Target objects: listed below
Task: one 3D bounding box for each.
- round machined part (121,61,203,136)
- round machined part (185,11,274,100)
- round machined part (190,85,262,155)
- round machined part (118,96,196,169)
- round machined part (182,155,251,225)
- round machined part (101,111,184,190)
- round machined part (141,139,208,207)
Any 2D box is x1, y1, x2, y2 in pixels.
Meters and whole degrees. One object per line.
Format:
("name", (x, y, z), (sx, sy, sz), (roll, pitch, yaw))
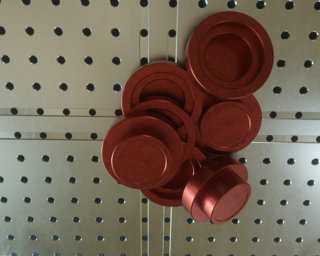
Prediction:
("round machined part", (0.003, -0.036, 0.391), (0.099, 0.042, 0.097), (0, 110, 0))
("round machined part", (0.077, -0.081, 0.363), (0.099, 0.042, 0.097), (0, 89, -7))
("round machined part", (0.083, -0.008, 0.401), (0.099, 0.042, 0.097), (0, 110, 0))
("round machined part", (-0.004, 0.005, 0.406), (0.099, 0.042, 0.097), (0, 110, 0))
("round machined part", (0.081, 0.088, 0.411), (0.099, 0.042, 0.097), (-20, 130, -26))
("round machined part", (-0.021, 0.032, 0.371), (0.099, 0.042, 0.097), (0, 110, 0))
("round machined part", (0.017, 0.055, 0.425), (0.099, 0.042, 0.097), (0, 110, 0))
